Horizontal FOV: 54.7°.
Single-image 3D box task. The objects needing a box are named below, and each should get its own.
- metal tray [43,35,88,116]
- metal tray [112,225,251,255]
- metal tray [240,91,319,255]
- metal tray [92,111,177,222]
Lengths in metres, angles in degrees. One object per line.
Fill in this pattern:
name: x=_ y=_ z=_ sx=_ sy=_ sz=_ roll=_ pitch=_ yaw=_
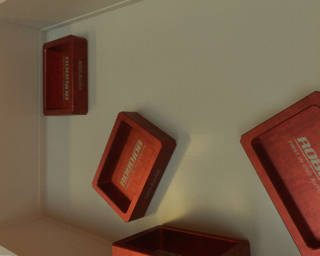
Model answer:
metal tray: x=-0.166 y=-0.086 z=0.536 sx=0.090 sy=0.030 sz=0.129 roll=-1 pitch=90 yaw=39
metal tray: x=0.022 y=0.142 z=0.344 sx=0.130 sy=0.091 sz=0.030 roll=-4 pitch=88 yaw=39
metal tray: x=0.144 y=0.043 z=0.283 sx=0.090 sy=0.030 sz=0.130 roll=-37 pitch=68 yaw=33
metal tray: x=-0.041 y=0.053 z=0.434 sx=0.090 sy=0.030 sz=0.129 roll=36 pitch=112 yaw=34
